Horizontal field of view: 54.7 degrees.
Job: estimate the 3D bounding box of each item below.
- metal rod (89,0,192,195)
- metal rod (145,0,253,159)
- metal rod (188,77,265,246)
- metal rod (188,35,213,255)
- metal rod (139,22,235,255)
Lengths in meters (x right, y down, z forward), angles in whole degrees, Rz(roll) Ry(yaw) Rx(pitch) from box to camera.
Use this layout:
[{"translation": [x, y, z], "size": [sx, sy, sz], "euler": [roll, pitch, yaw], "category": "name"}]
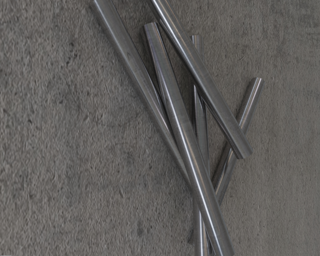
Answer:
[{"translation": [-0.003, -0.022, 0.401], "size": [0.025, 0.025, 0.299], "euler": [-42, 116, -32], "category": "metal rod"}, {"translation": [0.040, -0.089, 0.401], "size": [0.025, 0.025, 0.299], "euler": [-39, 103, -33], "category": "metal rod"}, {"translation": [0.113, 0.045, 0.499], "size": [0.025, 0.025, 0.300], "euler": [39, 66, -33], "category": "metal rod"}, {"translation": [0.054, 0.019, 0.421], "size": [0.025, 0.025, 0.298], "euler": [7, 77, -40], "category": "metal rod"}, {"translation": [0.033, 0.013, 0.386], "size": [0.025, 0.025, 0.299], "euler": [-16, 86, -39], "category": "metal rod"}]
